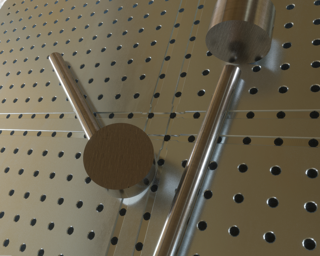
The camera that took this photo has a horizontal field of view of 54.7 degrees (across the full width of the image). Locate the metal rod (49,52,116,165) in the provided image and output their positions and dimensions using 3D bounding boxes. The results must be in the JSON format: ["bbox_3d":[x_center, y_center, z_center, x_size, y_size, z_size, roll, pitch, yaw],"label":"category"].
[{"bbox_3d":[-0.132,-0.041,0.502,0.025,0.025,0.300,-38,51,2],"label":"metal rod"}]

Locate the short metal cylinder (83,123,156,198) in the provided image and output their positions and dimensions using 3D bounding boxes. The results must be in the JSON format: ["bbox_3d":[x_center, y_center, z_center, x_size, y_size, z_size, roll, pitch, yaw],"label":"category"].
[{"bbox_3d":[-0.046,0.040,0.374,0.080,0.050,0.080,-1,66,1],"label":"short metal cylinder"}]

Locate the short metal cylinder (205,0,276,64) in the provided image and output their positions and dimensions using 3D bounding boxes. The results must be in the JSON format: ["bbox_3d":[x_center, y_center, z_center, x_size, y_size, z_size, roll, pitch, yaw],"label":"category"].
[{"bbox_3d":[0.103,-0.127,0.397,0.080,0.080,0.050,3,63,29],"label":"short metal cylinder"}]

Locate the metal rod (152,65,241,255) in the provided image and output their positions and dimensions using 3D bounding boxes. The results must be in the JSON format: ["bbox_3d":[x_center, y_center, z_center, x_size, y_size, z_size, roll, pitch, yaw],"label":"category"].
[{"bbox_3d":[0.039,0.055,0.354,0.025,0.025,0.300,10,67,32],"label":"metal rod"}]
